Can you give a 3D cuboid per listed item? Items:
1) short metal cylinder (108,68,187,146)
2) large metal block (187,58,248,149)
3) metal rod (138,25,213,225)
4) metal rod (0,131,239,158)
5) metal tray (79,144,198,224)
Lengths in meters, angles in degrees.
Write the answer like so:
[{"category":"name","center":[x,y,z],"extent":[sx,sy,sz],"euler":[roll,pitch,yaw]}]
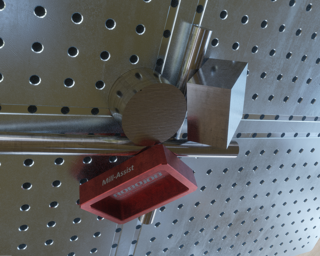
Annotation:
[{"category":"short metal cylinder","center":[-0.015,-0.026,0.370],"extent":[0.081,0.050,0.079],"euler":[-14,124,-21]},{"category":"large metal block","center":[0.072,-0.033,0.388],"extent":[0.080,0.050,0.079],"euler":[-50,145,-48]},{"category":"metal rod","center":[0.014,0.013,0.426],"extent":[0.025,0.025,0.298],"euler":[1,118,-29]},{"category":"metal rod","center":[-0.034,0.023,0.385],"extent":[0.302,0.025,0.025],"euler":[3,117,-22]},{"category":"metal tray","center":[-0.028,0.079,0.408],"extent":[0.130,0.030,0.090],"euler":[-29,138,17]}]
